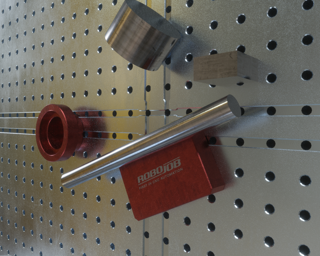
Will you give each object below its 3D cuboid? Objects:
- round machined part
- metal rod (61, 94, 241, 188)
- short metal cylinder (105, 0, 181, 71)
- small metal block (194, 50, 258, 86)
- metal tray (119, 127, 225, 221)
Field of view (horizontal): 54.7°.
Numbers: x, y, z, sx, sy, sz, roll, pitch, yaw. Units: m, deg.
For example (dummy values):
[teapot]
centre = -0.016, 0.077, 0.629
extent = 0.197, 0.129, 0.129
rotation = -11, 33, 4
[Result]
[round machined part]
centre = -0.170, 0.008, 0.535
extent = 0.098, 0.042, 0.097
rotation = 0, 90, 39
[metal rod]
centre = -0.035, 0.030, 0.396
extent = 0.299, 0.025, 0.025
rotation = -26, 74, 36
[short metal cylinder]
centre = -0.021, -0.117, 0.389
extent = 0.050, 0.081, 0.080
rotation = -52, 60, 27
[small metal block]
centre = 0.071, -0.063, 0.333
extent = 0.050, 0.050, 0.025
rotation = 0, 90, 39
[metal tray]
centre = 0.008, 0.057, 0.398
extent = 0.130, 0.030, 0.090
rotation = -31, 71, 35
